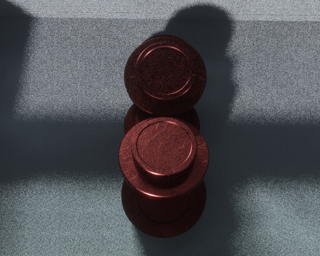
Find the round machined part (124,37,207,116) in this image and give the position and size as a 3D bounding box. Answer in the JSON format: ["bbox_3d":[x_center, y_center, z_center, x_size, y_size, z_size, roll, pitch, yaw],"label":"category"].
[{"bbox_3d":[0.006,-0.062,0.367,0.099,0.042,0.097,0,82,0],"label":"round machined part"}]

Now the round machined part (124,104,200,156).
[{"bbox_3d":[0.003,-0.004,0.401,0.099,0.042,0.098,0,69,0],"label":"round machined part"}]

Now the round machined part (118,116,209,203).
[{"bbox_3d":[0.004,0.027,0.335,0.099,0.042,0.098,0,59,0],"label":"round machined part"}]

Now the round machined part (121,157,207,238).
[{"bbox_3d":[0.004,0.077,0.356,0.099,0.042,0.097,0,85,0],"label":"round machined part"}]

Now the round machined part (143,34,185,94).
[{"bbox_3d":[0.006,-0.089,0.420,0.099,0.042,0.098,0,54,0],"label":"round machined part"}]
